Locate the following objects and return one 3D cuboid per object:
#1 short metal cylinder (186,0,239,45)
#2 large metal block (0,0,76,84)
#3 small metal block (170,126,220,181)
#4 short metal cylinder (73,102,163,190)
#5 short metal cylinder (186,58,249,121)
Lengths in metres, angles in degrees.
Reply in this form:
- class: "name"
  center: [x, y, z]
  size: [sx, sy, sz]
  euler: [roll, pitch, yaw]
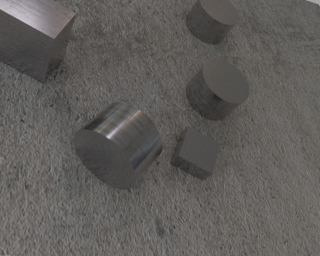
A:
- class: "short metal cylinder"
  center: [0.094, -0.198, 0.559]
  size: [0.081, 0.050, 0.080]
  euler: [14, 56, -21]
- class: "large metal block"
  center: [-0.152, -0.109, 0.353]
  size: [0.080, 0.080, 0.050]
  euler: [28, 52, -11]
- class: "small metal block"
  center: [0.047, 0.033, 0.409]
  size: [0.050, 0.025, 0.050]
  euler: [29, 52, -10]
- class: "short metal cylinder"
  center: [-0.045, 0.019, 0.333]
  size: [0.080, 0.080, 0.050]
  euler: [42, 51, 0]
- class: "short metal cylinder"
  center: [0.086, -0.058, 0.470]
  size: [0.081, 0.050, 0.080]
  euler: [14, 56, -21]
